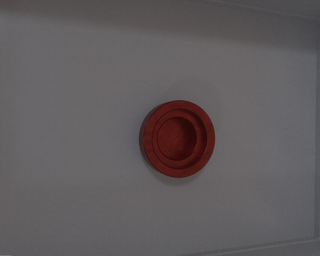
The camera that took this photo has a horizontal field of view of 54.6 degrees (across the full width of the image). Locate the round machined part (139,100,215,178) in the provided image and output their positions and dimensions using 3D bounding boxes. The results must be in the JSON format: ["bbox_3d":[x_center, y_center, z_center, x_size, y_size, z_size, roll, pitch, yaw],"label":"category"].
[{"bbox_3d":[0.019,0.014,0.408,0.099,0.042,0.097,0,90,-20],"label":"round machined part"}]
